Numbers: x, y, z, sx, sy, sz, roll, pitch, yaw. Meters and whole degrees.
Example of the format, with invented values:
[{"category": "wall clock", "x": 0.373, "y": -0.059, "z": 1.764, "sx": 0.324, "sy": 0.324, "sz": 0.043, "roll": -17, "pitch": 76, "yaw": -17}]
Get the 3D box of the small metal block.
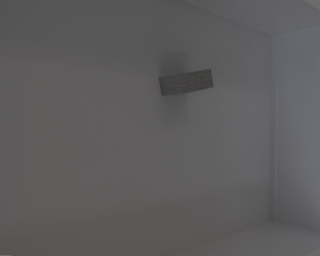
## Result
[{"category": "small metal block", "x": 0.035, "y": -0.061, "z": 0.419, "sx": 0.050, "sy": 0.050, "sz": 0.025, "roll": -17, "pitch": 101, "yaw": -39}]
